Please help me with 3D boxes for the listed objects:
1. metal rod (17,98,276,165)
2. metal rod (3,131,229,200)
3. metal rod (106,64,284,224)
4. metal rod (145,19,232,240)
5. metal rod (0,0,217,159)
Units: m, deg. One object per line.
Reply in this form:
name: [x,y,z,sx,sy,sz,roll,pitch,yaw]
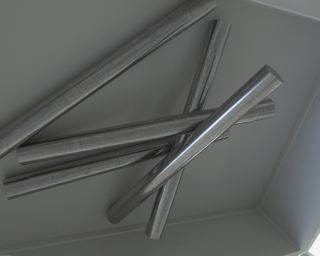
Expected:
metal rod: [-0.008,0.002,0.367,0.302,0.025,0.025,-10,124,-9]
metal rod: [-0.040,0.038,0.411,0.302,0.025,0.025,-14,124,-21]
metal rod: [0.022,0.038,0.380,0.025,0.025,0.299,19,129,-36]
metal rod: [0.033,0.012,0.406,0.025,0.025,0.298,8,105,-32]
metal rod: [-0.065,-0.057,0.338,0.301,0.025,0.025,-36,130,-5]
